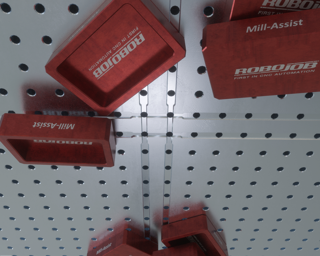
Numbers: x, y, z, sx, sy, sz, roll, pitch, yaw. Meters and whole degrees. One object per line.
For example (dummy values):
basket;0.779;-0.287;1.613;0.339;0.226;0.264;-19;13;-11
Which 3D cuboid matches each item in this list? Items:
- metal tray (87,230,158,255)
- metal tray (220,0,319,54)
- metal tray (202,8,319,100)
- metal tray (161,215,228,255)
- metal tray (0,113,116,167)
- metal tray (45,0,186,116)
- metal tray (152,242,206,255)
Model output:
metal tray;-0.078;0.260;0.629;0.090;0.030;0.130;36;121;-27
metal tray;0.134;-0.122;0.305;0.131;0.030;0.089;3;130;-3
metal tray;0.115;-0.070;0.315;0.130;0.030;0.090;-3;151;17
metal tray;0.069;0.224;0.598;0.090;0.030;0.130;-20;128;16
metal tray;-0.127;0.019;0.402;0.131;0.030;0.090;2;151;-2
metal tray;-0.048;-0.079;0.340;0.130;0.030;0.090;-34;123;25
metal tray;0.051;0.274;0.600;0.090;0.030;0.130;-20;128;16
